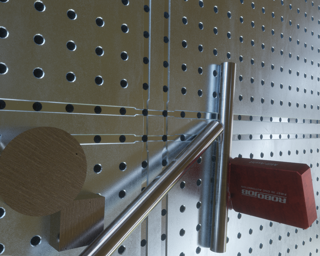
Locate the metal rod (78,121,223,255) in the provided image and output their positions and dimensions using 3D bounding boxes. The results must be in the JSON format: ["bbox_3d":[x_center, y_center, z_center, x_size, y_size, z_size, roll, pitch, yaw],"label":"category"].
[{"bbox_3d":[-0.001,0.075,0.390,0.302,0.025,0.025,-41,115,-39],"label":"metal rod"}]

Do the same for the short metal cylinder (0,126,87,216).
[{"bbox_3d":[-0.118,0.038,0.295,0.081,0.050,0.079,0,90,-40],"label":"short metal cylinder"}]

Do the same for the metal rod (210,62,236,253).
[{"bbox_3d":[0.101,0.044,0.497,0.025,0.025,0.298,7,86,-40],"label":"metal rod"}]

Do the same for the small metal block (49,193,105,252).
[{"bbox_3d":[-0.089,0.100,0.336,0.050,0.025,0.050,4,88,-40],"label":"small metal block"}]

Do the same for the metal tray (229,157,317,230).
[{"bbox_3d":[0.169,0.097,0.486,0.030,0.130,0.089,-22,105,-38],"label":"metal tray"}]
